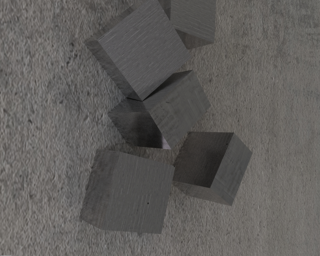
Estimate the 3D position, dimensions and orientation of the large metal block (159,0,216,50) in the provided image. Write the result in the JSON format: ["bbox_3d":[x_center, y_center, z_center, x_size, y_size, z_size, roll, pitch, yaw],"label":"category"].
[{"bbox_3d":[0.028,-0.157,0.411,0.081,0.050,0.080,5,87,-40],"label":"large metal block"}]

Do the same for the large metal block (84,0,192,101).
[{"bbox_3d":[-0.025,-0.090,0.355,0.080,0.050,0.080,-44,117,-14],"label":"large metal block"}]

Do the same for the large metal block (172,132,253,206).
[{"bbox_3d":[0.067,0.052,0.425,0.050,0.080,0.080,43,64,-32],"label":"large metal block"}]

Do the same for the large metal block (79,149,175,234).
[{"bbox_3d":[-0.036,0.073,0.358,0.080,0.050,0.080,20,77,-38],"label":"large metal block"}]

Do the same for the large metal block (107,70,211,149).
[{"bbox_3d":[-0.001,-0.022,0.367,0.080,0.080,0.050,-45,118,-30],"label":"large metal block"}]
